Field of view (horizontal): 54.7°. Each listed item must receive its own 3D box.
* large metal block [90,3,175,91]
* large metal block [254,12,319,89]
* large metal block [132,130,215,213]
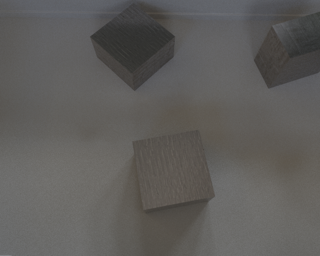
[{"bbox_3d":[-0.037,-0.114,0.438,0.080,0.050,0.080,43,75,14],"label":"large metal block"},{"bbox_3d":[0.186,-0.104,0.420,0.080,0.080,0.050,-18,71,-6],"label":"large metal block"},{"bbox_3d":[0.014,0.054,0.377,0.081,0.050,0.080,-10,70,-4],"label":"large metal block"}]
